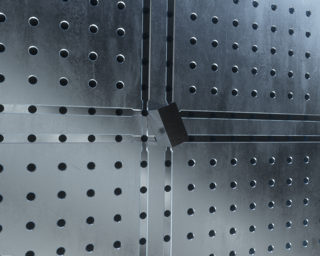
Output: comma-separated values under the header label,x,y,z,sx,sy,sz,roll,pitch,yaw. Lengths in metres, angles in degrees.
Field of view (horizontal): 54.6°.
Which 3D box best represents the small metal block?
label,x,y,z,sx,sy,sz,roll,pitch,yaw
small metal block,0.008,-0.004,0.402,0.025,0.050,0.050,-24,99,-18
